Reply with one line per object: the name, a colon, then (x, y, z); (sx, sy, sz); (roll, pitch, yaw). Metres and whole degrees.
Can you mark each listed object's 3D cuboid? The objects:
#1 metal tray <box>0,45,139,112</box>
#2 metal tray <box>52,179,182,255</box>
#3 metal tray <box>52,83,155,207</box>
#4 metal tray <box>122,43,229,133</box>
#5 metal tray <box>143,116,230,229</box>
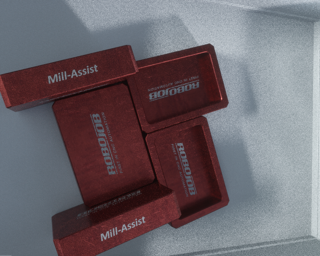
metal tray: (-0.098, -0.052, 0.336); (0.131, 0.090, 0.030); (-19, 97, -19)
metal tray: (-0.053, 0.101, 0.354); (0.131, 0.090, 0.030); (-18, 97, -19)
metal tray: (-0.068, 0.019, 0.380); (0.091, 0.030, 0.129); (-19, 97, -19)
metal tray: (0.021, -0.054, 0.415); (0.131, 0.030, 0.089); (-18, 96, -20)
metal tray: (0.034, 0.057, 0.420); (0.091, 0.030, 0.129); (-19, 97, -19)
